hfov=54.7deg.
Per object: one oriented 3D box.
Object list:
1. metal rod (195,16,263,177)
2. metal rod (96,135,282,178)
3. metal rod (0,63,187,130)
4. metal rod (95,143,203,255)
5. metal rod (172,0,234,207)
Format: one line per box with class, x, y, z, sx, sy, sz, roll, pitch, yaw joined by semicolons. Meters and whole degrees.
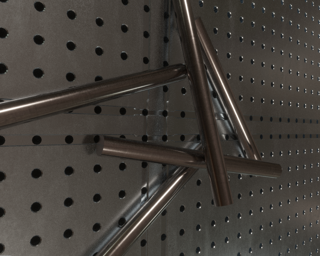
metal rod;0.116;-0.037;0.508;0.025;0.025;0.299;-45;117;-31
metal rod;0.060;0.045;0.429;0.302;0.025;0.025;11;83;-30
metal rod;-0.082;-0.036;0.341;0.302;0.025;0.025;-21;104;-38
metal rod;-0.012;0.106;0.401;0.302;0.025;0.025;-42;116;-32
metal rod;0.055;-0.047;0.417;0.025;0.025;0.298;-5;81;-40
